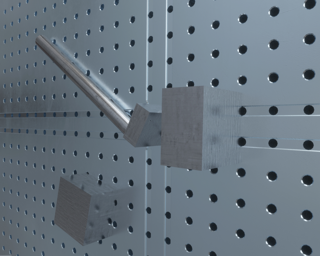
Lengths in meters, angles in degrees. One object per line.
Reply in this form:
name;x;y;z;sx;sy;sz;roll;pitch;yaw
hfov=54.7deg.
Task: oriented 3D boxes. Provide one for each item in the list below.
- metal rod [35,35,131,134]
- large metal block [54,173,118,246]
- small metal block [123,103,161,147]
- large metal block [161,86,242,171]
metal rod;-0.133;-0.082;0.519;0.300;0.025;0.025;42;116;31
large metal block;-0.119;0.125;0.492;0.080;0.050;0.079;18;101;38
small metal block;-0.014;-0.004;0.405;0.025;0.050;0.050;37;113;34
large metal block;0.047;-0.001;0.335;0.050;0.081;0.079;2;92;40
